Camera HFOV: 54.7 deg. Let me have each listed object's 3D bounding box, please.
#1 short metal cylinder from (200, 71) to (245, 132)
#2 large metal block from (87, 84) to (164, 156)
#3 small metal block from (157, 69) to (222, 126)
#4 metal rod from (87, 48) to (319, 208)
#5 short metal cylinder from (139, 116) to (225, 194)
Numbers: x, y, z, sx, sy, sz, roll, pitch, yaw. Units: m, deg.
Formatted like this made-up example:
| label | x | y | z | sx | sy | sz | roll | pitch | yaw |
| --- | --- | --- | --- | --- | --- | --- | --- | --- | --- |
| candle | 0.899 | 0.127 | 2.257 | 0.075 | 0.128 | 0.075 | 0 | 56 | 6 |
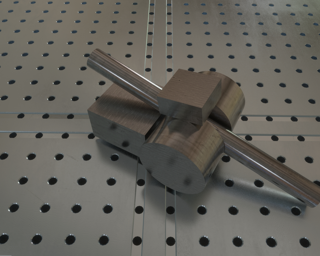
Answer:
| label | x | y | z | sx | sy | sz | roll | pitch | yaw |
| --- | --- | --- | --- | --- | --- | --- | --- | --- | --- |
| short metal cylinder | 0.059 | -0.024 | 0.389 | 0.080 | 0.080 | 0.050 | 22 | 54 | 17 |
| large metal block | -0.032 | -0.018 | 0.398 | 0.080 | 0.050 | 0.080 | 23 | 54 | 18 |
| small metal block | 0.032 | -0.034 | 0.329 | 0.050 | 0.025 | 0.050 | 18 | 52 | 25 |
| metal rod | 0.046 | -0.004 | 0.355 | 0.301 | 0.025 | 0.025 | 33 | 56 | 6 |
| short metal cylinder | 0.024 | 0.028 | 0.344 | 0.080 | 0.080 | 0.050 | 24 | 54 | 18 |
